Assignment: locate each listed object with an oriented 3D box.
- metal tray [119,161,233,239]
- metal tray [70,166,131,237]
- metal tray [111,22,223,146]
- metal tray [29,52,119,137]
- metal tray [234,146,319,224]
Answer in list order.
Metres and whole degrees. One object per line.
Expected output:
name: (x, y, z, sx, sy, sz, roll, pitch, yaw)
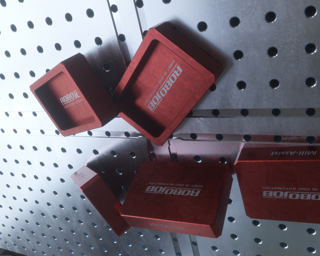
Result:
metal tray: (0.022, 0.089, 0.408, 0.130, 0.090, 0.030, -2, 134, 29)
metal tray: (-0.093, 0.107, 0.477, 0.090, 0.030, 0.130, 55, 162, -12)
metal tray: (0.001, -0.048, 0.376, 0.090, 0.030, 0.129, 39, 129, 1)
metal tray: (-0.121, -0.039, 0.422, 0.130, 0.030, 0.090, -12, 114, 50)
metal tray: (0.162, 0.067, 0.364, 0.130, 0.030, 0.089, -4, 117, 29)
